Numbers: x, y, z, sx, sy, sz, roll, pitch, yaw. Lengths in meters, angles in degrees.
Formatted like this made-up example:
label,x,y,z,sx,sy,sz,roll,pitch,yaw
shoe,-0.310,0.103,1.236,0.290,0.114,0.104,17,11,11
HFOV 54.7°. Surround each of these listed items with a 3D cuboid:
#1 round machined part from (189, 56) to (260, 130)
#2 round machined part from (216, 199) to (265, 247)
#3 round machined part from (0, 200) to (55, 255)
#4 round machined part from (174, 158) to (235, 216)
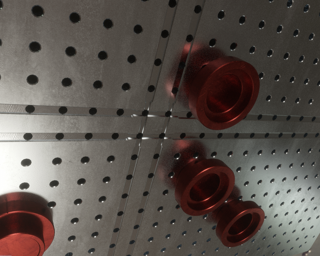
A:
label,x,y,z,sx,sy,sz,roll,pitch,yaw
round machined part,0.081,-0.049,0.416,0.099,0.042,0.097,-14,125,-21
round machined part,0.148,0.177,0.594,0.099,0.042,0.097,-14,124,-21
round machined part,-0.183,0.142,0.389,0.099,0.042,0.097,-14,125,-21
round machined part,0.066,0.089,0.494,0.099,0.042,0.097,-14,124,-21
